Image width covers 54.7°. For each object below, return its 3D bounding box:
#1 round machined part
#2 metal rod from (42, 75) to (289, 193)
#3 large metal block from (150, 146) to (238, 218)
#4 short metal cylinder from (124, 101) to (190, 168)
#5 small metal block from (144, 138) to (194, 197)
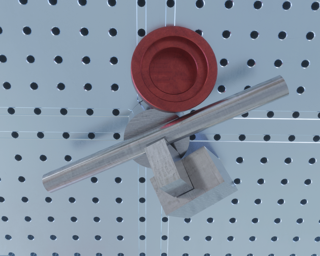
[{"bbox_3d":[0.015,-0.066,0.368,0.099,0.042,0.097,0,88,-6],"label":"round machined part"},{"bbox_3d":[0.000,0.011,0.363,0.301,0.025,0.025,-23,109,7],"label":"metal rod"},{"bbox_3d":[0.046,0.074,0.404,0.080,0.050,0.080,-33,152,11],"label":"large metal block"},{"bbox_3d":[-0.004,0.006,0.401,0.081,0.050,0.079,0,110,-1],"label":"short metal cylinder"},{"bbox_3d":[0.011,0.046,0.352,0.025,0.050,0.050,-28,150,9],"label":"small metal block"}]
